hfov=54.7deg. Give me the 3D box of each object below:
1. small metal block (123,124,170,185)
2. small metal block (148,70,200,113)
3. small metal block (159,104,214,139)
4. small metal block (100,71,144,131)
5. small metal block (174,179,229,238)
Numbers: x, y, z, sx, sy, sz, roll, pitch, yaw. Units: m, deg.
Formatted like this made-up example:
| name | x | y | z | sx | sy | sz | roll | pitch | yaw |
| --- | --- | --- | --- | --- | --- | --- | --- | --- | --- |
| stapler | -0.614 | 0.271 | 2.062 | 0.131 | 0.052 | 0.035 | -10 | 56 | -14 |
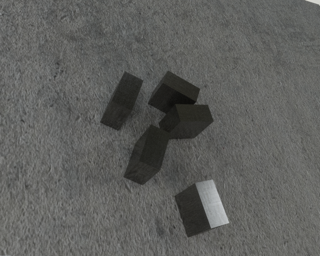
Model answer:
| name | x | y | z | sx | sy | sz | roll | pitch | yaw |
| --- | --- | --- | --- | --- | --- | --- | --- | --- | --- |
| small metal block | -0.015 | 0.032 | 0.360 | 0.025 | 0.050 | 0.050 | 26 | 53 | -12 |
| small metal block | 0.019 | -0.043 | 0.424 | 0.050 | 0.050 | 0.025 | 28 | 52 | -11 |
| small metal block | 0.034 | -0.008 | 0.410 | 0.050 | 0.050 | 0.025 | -1 | 63 | -29 |
| small metal block | -0.047 | -0.033 | 0.382 | 0.025 | 0.050 | 0.050 | 26 | 53 | -13 |
| small metal block | 0.046 | 0.093 | 0.356 | 0.025 | 0.050 | 0.050 | -5 | 64 | -30 |
